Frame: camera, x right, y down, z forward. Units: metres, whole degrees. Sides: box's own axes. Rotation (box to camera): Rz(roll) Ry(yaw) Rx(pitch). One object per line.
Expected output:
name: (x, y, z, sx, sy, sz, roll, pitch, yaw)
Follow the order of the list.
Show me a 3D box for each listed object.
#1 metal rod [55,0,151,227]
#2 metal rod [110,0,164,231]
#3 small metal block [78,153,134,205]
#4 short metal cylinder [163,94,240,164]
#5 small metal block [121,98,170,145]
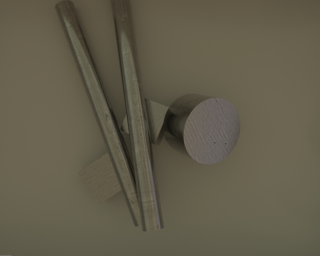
metal rod: (-0.073, -0.023, 0.394, 0.025, 0.025, 0.299, -21, 84, 0)
metal rod: (-0.031, -0.029, 0.383, 0.025, 0.025, 0.298, -9, 79, 0)
small metal block: (-0.071, 0.064, 0.411, 0.050, 0.025, 0.050, -34, 90, 0)
short metal cylinder: (0.051, -0.001, 0.384, 0.081, 0.050, 0.079, -6, 104, -26)
small metal block: (-0.017, -0.010, 0.405, 0.050, 0.025, 0.050, 22, 90, 14)
